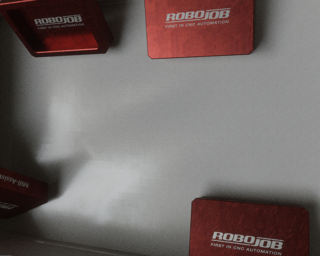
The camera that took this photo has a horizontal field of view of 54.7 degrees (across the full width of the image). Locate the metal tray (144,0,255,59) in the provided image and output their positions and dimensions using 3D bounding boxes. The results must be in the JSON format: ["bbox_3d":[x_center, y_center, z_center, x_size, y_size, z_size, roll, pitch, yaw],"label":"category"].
[{"bbox_3d":[0.048,-0.133,0.380,0.130,0.030,0.089,2,104,19],"label":"metal tray"}]

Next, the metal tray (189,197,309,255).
[{"bbox_3d":[0.102,0.133,0.363,0.130,0.030,0.090,1,80,19],"label":"metal tray"}]

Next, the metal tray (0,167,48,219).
[{"bbox_3d":[-0.239,0.091,0.439,0.090,0.130,0.030,-25,56,18],"label":"metal tray"}]

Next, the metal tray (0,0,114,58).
[{"bbox_3d":[-0.141,-0.144,0.425,0.130,0.090,0.030,2,53,20],"label":"metal tray"}]
